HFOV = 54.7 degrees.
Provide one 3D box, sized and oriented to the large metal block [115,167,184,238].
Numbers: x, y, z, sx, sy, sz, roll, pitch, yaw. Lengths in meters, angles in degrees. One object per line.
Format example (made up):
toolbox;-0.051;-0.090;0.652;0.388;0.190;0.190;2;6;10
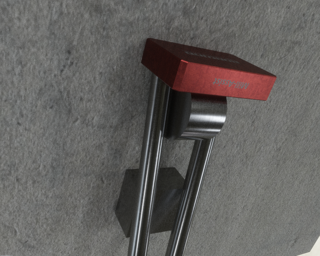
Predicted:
large metal block;-0.012;0.106;0.450;0.081;0.050;0.079;2;118;-30

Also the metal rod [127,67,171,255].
metal rod;-0.015;0.065;0.383;0.025;0.025;0.298;2;102;-30

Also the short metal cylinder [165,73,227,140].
short metal cylinder;0.036;-0.025;0.379;0.050;0.080;0.079;2;118;-30

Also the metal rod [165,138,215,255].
metal rod;0.047;0.068;0.418;0.025;0.025;0.298;9;99;-33

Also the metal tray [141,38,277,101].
metal tray;0.055;-0.067;0.356;0.131;0.090;0.030;2;117;-30
